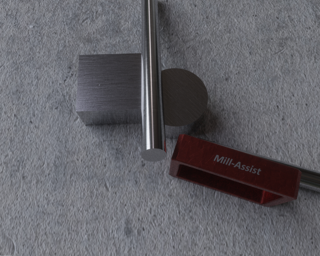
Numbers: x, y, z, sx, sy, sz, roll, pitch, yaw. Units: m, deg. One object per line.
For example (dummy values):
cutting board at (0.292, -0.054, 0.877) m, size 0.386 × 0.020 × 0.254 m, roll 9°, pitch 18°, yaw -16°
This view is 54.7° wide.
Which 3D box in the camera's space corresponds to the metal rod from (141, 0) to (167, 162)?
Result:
metal rod at (-0.011, -0.092, 0.396) m, size 0.025 × 0.025 × 0.300 m, roll -2°, pitch 53°, yaw -1°

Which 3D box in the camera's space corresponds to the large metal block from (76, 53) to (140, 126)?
large metal block at (-0.063, -0.051, 0.413) m, size 0.081 × 0.050 × 0.080 m, roll -2°, pitch 70°, yaw -1°

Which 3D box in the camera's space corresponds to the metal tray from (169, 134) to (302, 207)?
metal tray at (0.078, 0.052, 0.355) m, size 0.131 × 0.090 × 0.030 m, roll 17°, pitch 71°, yaw 6°

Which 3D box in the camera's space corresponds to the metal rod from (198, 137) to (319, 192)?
metal rod at (0.190, 0.065, 0.386) m, size 0.301 × 0.025 × 0.025 m, roll 16°, pitch 71°, yaw 5°

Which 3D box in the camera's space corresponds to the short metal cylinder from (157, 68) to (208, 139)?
short metal cylinder at (0.019, -0.031, 0.406) m, size 0.081 × 0.050 × 0.080 m, roll 0°, pitch 70°, yaw 0°
